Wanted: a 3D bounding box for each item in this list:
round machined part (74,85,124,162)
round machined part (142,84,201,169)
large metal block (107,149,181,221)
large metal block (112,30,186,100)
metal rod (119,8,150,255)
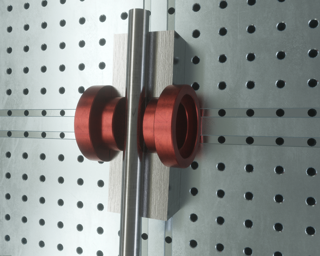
[{"bbox_3d":[-0.062,-0.006,0.395,0.042,0.098,0.097,2,91,20],"label":"round machined part"},{"bbox_3d":[0.013,-0.002,0.369,0.042,0.098,0.097,2,91,25],"label":"round machined part"},{"bbox_3d":[-0.019,0.069,0.405,0.080,0.050,0.079,3,91,20],"label":"large metal block"},{"bbox_3d":[-0.014,-0.078,0.404,0.080,0.050,0.079,2,91,20],"label":"large metal block"},{"bbox_3d":[-0.031,0.011,0.370,0.025,0.025,0.298,3,91,20],"label":"metal rod"}]
